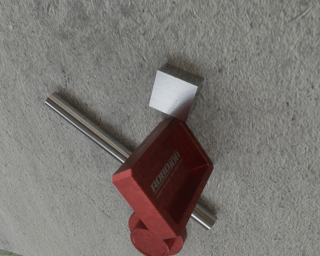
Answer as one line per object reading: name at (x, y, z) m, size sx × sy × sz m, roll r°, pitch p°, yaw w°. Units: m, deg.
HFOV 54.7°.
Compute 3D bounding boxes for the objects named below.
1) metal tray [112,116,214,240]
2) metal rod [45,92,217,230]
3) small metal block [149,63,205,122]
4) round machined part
metal tray at (0.011, 0.051, 0.364) m, size 0.030 × 0.131 × 0.090 m, roll -26°, pitch 105°, yaw 37°
metal rod at (-0.043, 0.047, 0.457) m, size 0.300 × 0.025 × 0.025 m, roll 38°, pitch 129°, yaw 2°
small metal block at (0.019, -0.042, 0.370) m, size 0.050 × 0.025 × 0.050 m, roll 25°, pitch 127°, yaw 12°
round machined part at (-0.009, 0.175, 0.508) m, size 0.098 × 0.042 × 0.097 m, roll 13°, pitch 124°, yaw 20°
